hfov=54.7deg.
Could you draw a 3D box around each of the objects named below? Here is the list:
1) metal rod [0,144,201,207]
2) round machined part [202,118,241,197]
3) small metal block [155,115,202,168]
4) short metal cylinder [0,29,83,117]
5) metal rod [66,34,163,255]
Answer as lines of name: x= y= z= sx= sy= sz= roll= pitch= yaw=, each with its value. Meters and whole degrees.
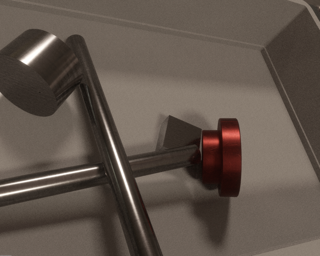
metal rod: x=-0.090 y=0.051 z=0.310 sx=0.303 sy=0.025 sz=0.025 roll=-8 pitch=66 yaw=-27
round machined part: x=0.074 y=0.036 z=0.388 sx=0.042 sy=0.098 sz=0.098 roll=0 pitch=57 yaw=7
small metal block: x=0.025 y=0.018 z=0.410 sx=0.050 sy=0.025 sz=0.050 roll=23 pitch=53 yaw=-15
short metal cylinder: x=-0.133 y=-0.058 z=0.335 sx=0.080 sy=0.080 sz=0.050 roll=33 pitch=51 yaw=-7
metal rod: x=-0.061 y=-0.002 z=0.334 sx=0.025 sy=0.025 sz=0.299 roll=-3 pitch=50 yaw=-30
